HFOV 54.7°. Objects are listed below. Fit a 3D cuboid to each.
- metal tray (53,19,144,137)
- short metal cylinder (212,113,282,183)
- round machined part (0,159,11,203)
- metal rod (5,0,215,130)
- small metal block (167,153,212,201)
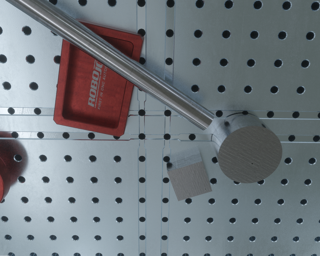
[{"bbox_3d":[-0.077,-0.061,0.387,0.091,0.030,0.129,12,110,-5],"label":"metal tray"},{"bbox_3d":[0.113,0.026,0.411,0.081,0.050,0.079,0,110,-1],"label":"short metal cylinder"},{"bbox_3d":[-0.255,0.067,0.425,0.099,0.042,0.097,0,110,-1],"label":"round machined part"},{"bbox_3d":[-0.066,-0.087,0.347,0.301,0.025,0.025,33,107,-12],"label":"metal rod"},{"bbox_3d":[0.041,0.070,0.440,0.050,0.025,0.050,-18,109,6],"label":"small metal block"}]
